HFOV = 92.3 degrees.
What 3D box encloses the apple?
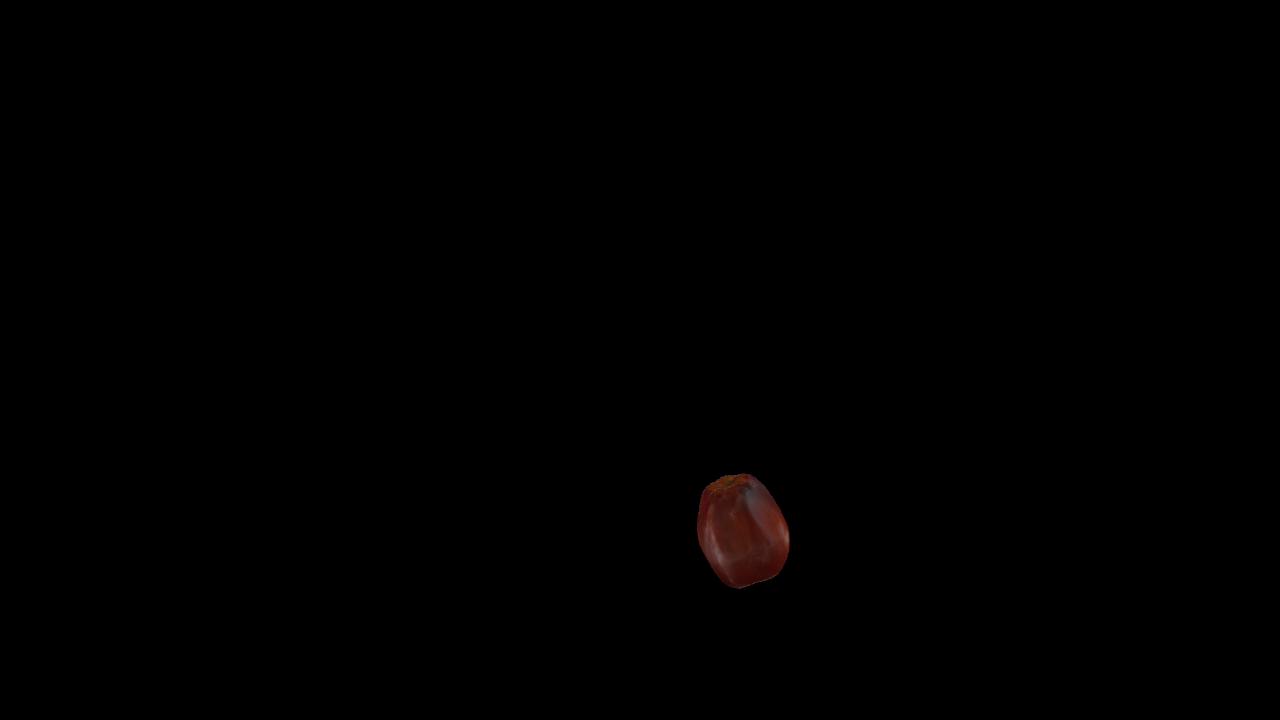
[{"bbox_3d":[0.087,0.145,0.522,0.079,0.093,0.079,-19,8,3],"label":"apple"}]
